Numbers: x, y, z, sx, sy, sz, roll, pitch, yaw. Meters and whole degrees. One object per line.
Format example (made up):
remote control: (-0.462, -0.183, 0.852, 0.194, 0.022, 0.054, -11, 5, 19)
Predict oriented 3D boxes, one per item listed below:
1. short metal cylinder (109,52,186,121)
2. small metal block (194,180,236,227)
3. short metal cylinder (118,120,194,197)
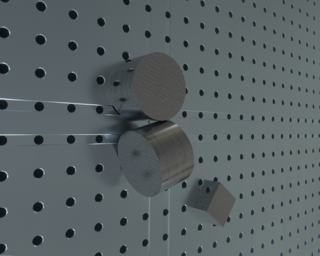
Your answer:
short metal cylinder: (-0.015, -0.048, 0.380, 0.081, 0.050, 0.079, 0, 90, -40)
small metal block: (0.087, 0.118, 0.482, 0.050, 0.025, 0.050, 47, 62, -30)
short metal cylinder: (-0.006, 0.035, 0.368, 0.050, 0.080, 0.079, -21, 103, -38)
